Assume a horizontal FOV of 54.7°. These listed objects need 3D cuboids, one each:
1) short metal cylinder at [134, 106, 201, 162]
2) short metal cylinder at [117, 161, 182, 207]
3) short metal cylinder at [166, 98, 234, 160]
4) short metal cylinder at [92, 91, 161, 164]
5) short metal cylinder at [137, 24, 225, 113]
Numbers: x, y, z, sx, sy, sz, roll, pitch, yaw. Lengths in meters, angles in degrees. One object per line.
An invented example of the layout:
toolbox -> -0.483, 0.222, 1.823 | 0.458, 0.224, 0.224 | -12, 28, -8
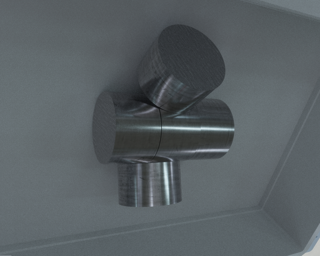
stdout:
short metal cylinder -> 0.005, 0.001, 0.374 | 0.050, 0.080, 0.079 | 1, 118, -29
short metal cylinder -> -0.013, 0.069, 0.397 | 0.081, 0.080, 0.050 | 0, 84, -29
short metal cylinder -> 0.049, 0.001, 0.398 | 0.050, 0.080, 0.079 | 1, 118, -29
short metal cylinder -> -0.040, 0.000, 0.349 | 0.050, 0.080, 0.079 | 1, 118, -29
short metal cylinder -> 0.023, -0.063, 0.335 | 0.081, 0.080, 0.050 | 2, 155, -29
